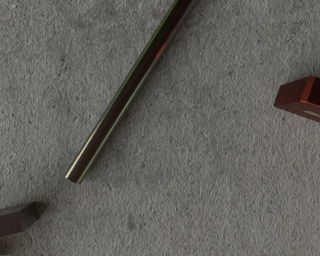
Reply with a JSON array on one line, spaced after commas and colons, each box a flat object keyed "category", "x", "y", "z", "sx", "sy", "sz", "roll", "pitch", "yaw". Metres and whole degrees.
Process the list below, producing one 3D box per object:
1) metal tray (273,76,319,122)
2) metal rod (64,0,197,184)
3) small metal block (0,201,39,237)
[{"category": "metal tray", "x": 0.220, "y": -0.022, "z": 0.380, "sx": 0.131, "sy": 0.090, "sz": 0.030, "roll": 19, "pitch": 90, "yaw": -1}, {"category": "metal rod", "x": -0.035, "y": -0.059, "z": 0.409, "sx": 0.025, "sy": 0.025, "sz": 0.299, "roll": 32, "pitch": 90, "yaw": -1}, {"category": "small metal block", "x": -0.192, "y": 0.118, "z": 0.395, "sx": 0.050, "sy": 0.050, "sz": 0.025, "roll": -14, "pitch": 90, "yaw": 0}]
